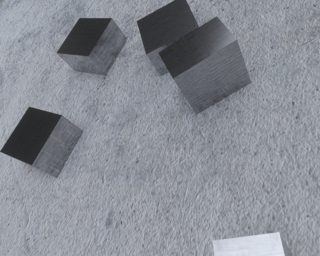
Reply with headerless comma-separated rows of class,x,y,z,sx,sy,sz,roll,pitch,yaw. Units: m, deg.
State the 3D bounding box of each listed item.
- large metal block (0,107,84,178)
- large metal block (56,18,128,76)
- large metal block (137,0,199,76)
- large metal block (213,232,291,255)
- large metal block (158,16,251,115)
large metal block,-0.178,0.020,0.469,0.080,0.050,0.080,13,68,33
large metal block,-0.117,-0.142,0.537,0.080,0.050,0.080,14,69,33
large metal block,0.019,-0.137,0.463,0.080,0.050,0.080,-25,53,13
large metal block,0.082,0.134,0.243,0.050,0.080,0.080,-15,56,20
large metal block,0.057,-0.074,0.384,0.080,0.080,0.050,-31,52,8
